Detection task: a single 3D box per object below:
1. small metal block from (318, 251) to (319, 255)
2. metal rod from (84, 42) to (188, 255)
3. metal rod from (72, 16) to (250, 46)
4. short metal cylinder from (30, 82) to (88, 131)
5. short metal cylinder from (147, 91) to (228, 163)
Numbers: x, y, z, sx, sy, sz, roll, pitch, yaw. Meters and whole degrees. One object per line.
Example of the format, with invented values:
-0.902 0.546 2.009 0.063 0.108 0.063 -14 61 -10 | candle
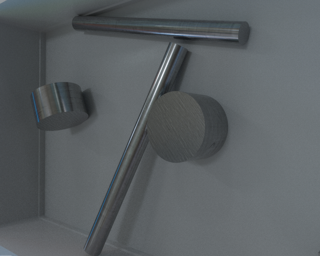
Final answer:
0.169 0.133 0.267 0.050 0.025 0.050 -8 85 39 | small metal block
-0.035 0.034 0.408 0.025 0.025 0.298 29 100 36 | metal rod
-0.023 -0.137 0.423 0.300 0.025 0.025 18 101 38 | metal rod
-0.162 -0.033 0.502 0.080 0.081 0.050 -28 72 36 | short metal cylinder
0.032 -0.001 0.363 0.080 0.050 0.079 0 90 39 | short metal cylinder
